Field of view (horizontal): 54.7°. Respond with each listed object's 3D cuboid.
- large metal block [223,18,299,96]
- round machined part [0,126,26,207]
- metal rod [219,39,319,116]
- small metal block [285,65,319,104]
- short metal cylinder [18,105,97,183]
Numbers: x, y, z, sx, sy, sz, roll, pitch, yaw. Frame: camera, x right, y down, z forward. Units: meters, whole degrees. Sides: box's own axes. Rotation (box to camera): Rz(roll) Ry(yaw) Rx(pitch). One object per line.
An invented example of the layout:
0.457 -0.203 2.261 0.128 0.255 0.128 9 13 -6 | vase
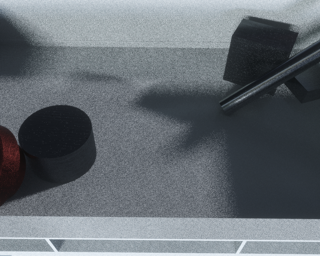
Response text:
0.146 -0.104 0.459 0.080 0.080 0.050 22 53 17 | large metal block
-0.186 0.044 0.335 0.098 0.042 0.098 -7 74 25 | round machined part
0.212 -0.103 0.393 0.300 0.025 0.025 -32 50 15 | metal rod
0.224 -0.068 0.465 0.050 0.025 0.050 -14 52 -12 | small metal block
-0.119 0.018 0.370 0.081 0.050 0.080 2 49 -2 | short metal cylinder
